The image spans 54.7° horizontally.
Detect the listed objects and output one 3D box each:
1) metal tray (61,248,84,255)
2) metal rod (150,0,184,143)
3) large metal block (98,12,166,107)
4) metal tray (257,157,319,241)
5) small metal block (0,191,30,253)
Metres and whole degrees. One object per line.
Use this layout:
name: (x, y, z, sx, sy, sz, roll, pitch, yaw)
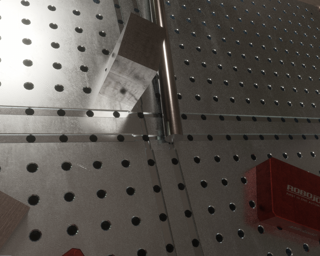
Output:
metal tray: (-0.099, 0.174, 0.246, 0.131, 0.030, 0.090, -30, 79, -38)
metal rod: (0.005, -0.117, 0.483, 0.025, 0.025, 0.299, 8, 58, -24)
large metal block: (-0.037, -0.088, 0.408, 0.050, 0.080, 0.080, 21, 54, -16)
metal tray: (0.205, 0.106, 0.453, 0.131, 0.030, 0.090, 22, 53, -16)
small metal block: (-0.154, 0.083, 0.275, 0.050, 0.025, 0.050, 33, 51, -8)
